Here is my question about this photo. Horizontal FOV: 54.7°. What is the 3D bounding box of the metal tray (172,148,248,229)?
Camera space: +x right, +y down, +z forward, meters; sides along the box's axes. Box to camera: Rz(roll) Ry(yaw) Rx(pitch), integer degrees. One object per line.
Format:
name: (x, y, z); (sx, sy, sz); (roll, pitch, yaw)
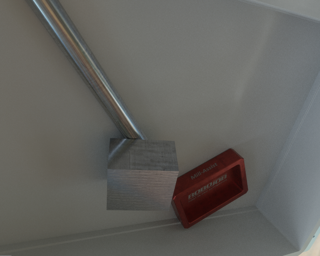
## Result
metal tray: (0.081, 0.101, 0.514); (0.131, 0.030, 0.090); (-28, 128, -11)

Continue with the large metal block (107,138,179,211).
large metal block: (-0.025, 0.061, 0.393); (0.081, 0.050, 0.079); (3, 131, -8)

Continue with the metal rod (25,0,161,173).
metal rod: (-0.053, -0.024, 0.365); (0.025, 0.025, 0.299); (-35, 129, -6)
